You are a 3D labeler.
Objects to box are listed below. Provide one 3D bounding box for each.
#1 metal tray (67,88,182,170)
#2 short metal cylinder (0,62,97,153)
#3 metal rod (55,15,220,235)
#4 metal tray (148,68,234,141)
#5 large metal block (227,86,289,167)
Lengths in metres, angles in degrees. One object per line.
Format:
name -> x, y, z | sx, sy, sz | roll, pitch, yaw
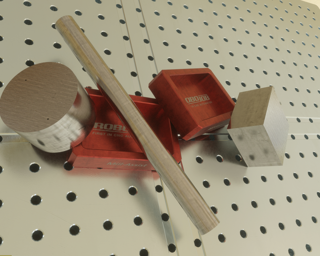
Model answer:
metal tray -> -0.043, 0.003, 0.379 | 0.131, 0.030, 0.090 | 6, 59, -25
short metal cylinder -> -0.113, -0.021, 0.321 | 0.080, 0.050, 0.080 | -4, 63, 9
metal rod -> -0.032, -0.011, 0.359 | 0.025, 0.025, 0.299 | -28, 77, -37
metal tray -> 0.054, -0.039, 0.433 | 0.131, 0.030, 0.090 | -16, 70, -52
large metal block -> 0.145, -0.001, 0.448 | 0.080, 0.050, 0.080 | 55, 45, -30
